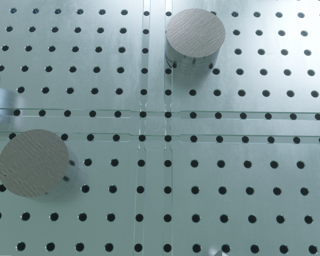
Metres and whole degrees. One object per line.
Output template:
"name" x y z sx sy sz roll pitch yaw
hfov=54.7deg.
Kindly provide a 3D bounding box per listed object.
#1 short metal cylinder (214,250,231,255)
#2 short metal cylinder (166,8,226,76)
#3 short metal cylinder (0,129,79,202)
"short metal cylinder" 0.068 0.176 0.319 0.050 0.080 0.080 29 72 9
"short metal cylinder" 0.049 -0.122 0.444 0.081 0.050 0.080 0 70 0
"short metal cylinder" -0.146 0.047 0.379 0.081 0.050 0.080 0 70 -1
